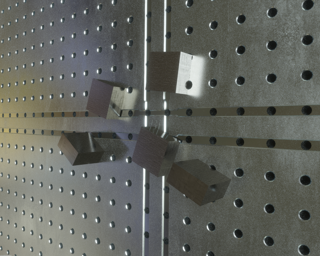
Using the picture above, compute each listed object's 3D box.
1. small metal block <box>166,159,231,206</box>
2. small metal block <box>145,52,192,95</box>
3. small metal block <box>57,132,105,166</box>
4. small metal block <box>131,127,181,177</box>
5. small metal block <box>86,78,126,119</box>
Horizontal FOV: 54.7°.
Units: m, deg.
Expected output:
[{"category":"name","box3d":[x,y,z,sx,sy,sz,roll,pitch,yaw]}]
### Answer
[{"category":"small metal block","box3d":[0.045,0.060,0.355,0.050,0.050,0.025,31,109,35]},{"category":"small metal block","box3d":[0.011,-0.071,0.399,0.050,0.025,0.050,11,97,39]},{"category":"small metal block","box3d":[-0.126,0.032,0.494,0.050,0.050,0.025,44,116,31]},{"category":"small metal block","box3d":[-0.006,0.030,0.412,0.050,0.025,0.050,27,107,36]},{"category":"small metal block","box3d":[-0.083,-0.045,0.476,0.050,0.025,0.050,24,105,37]}]
